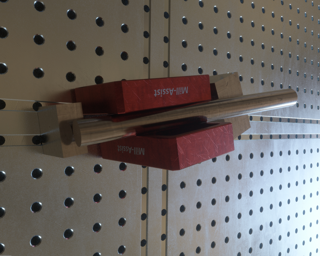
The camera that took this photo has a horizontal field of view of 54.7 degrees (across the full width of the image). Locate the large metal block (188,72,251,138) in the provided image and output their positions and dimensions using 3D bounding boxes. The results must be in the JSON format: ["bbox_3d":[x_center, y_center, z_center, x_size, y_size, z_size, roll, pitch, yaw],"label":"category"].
[{"bbox_3d":[0.070,-0.028,0.433,0.050,0.080,0.080,-29,108,-37],"label":"large metal block"}]

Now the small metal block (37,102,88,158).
[{"bbox_3d":[-0.099,0.001,0.311,0.025,0.050,0.050,-11,97,-40],"label":"small metal block"}]

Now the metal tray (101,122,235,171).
[{"bbox_3d":[0.004,0.015,0.346,0.091,0.130,0.030,-13,99,-40],"label":"metal tray"}]

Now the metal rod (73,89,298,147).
[{"bbox_3d":[0.053,-0.019,0.357,0.303,0.025,0.025,-11,97,-30],"label":"metal rod"}]

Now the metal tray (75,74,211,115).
[{"bbox_3d":[-0.017,-0.039,0.353,0.131,0.090,0.030,-12,99,-40],"label":"metal tray"}]
